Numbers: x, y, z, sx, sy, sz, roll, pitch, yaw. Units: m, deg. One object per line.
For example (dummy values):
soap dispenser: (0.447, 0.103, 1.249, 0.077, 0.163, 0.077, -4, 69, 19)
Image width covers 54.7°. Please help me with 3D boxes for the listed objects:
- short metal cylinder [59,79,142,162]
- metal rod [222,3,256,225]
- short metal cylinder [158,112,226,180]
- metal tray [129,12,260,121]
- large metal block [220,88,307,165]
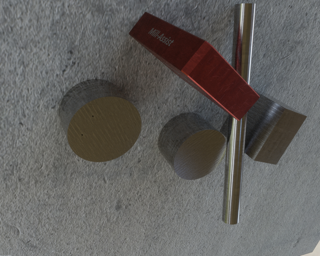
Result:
short metal cylinder: (-0.068, -0.009, 0.348, 0.081, 0.050, 0.079, -14, 124, -21)
metal rod: (0.104, -0.006, 0.416, 0.025, 0.025, 0.298, -8, 109, -24)
short metal cylinder: (0.044, 0.025, 0.430, 0.081, 0.050, 0.079, -14, 124, -21)
metal tray: (0.030, -0.066, 0.315, 0.090, 0.130, 0.030, 33, 100, -38)
large metal block: (0.146, -0.005, 0.448, 0.050, 0.080, 0.080, 13, 112, -34)
